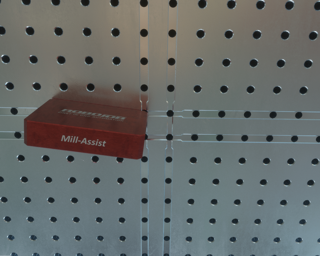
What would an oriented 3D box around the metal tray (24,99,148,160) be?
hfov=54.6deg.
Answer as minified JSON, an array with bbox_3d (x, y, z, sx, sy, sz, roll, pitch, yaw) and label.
[{"bbox_3d":[-0.083,-0.002,0.377,0.131,0.090,0.030,8,110,-3],"label":"metal tray"}]
